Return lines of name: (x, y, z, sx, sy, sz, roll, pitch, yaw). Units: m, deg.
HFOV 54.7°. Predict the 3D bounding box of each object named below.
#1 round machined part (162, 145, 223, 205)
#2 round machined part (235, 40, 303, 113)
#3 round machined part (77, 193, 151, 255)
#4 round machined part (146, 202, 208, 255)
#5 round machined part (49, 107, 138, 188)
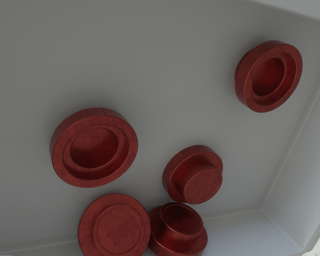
round machined part: (0.056, 0.078, 0.477, 0.099, 0.042, 0.097, -14, 124, -21)
round machined part: (0.144, -0.074, 0.431, 0.099, 0.042, 0.097, -14, 124, -21)
round machined part: (-0.059, 0.137, 0.414, 0.099, 0.042, 0.098, 6, 72, -18)
round machined part: (0.026, 0.151, 0.468, 0.099, 0.098, 0.042, 4, 119, -30)
round machined part: (-0.079, 0.019, 0.366, 0.099, 0.042, 0.097, -14, 124, -21)
